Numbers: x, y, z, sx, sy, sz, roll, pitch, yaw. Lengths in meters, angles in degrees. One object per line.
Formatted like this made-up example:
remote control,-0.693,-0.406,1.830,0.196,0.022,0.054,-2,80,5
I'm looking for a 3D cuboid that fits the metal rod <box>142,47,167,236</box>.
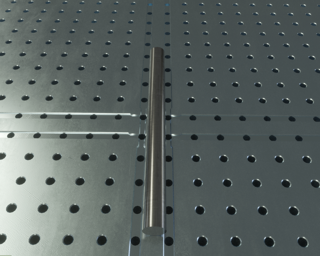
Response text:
metal rod,-0.005,-0.009,0.415,0.025,0.025,0.300,0,50,0
